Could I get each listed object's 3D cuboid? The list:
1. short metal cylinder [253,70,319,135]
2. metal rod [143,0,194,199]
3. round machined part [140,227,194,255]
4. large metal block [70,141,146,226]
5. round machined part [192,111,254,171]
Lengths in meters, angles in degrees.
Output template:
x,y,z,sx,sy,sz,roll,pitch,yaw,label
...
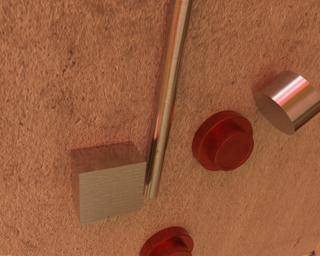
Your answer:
x,y,z,sx,sy,sz,roll,pitch,yaw,label
0.183,-0.036,0.449,0.050,0.080,0.080,-39,129,-2,short metal cylinder
0.007,-0.034,0.389,0.025,0.025,0.298,-5,121,-26,metal rod
0.017,0.225,0.545,0.099,0.042,0.097,-14,124,-21,round machined part
-0.068,0.068,0.396,0.081,0.050,0.079,-7,122,-25,large metal block
0.101,0.026,0.467,0.099,0.042,0.097,-14,124,-21,round machined part
